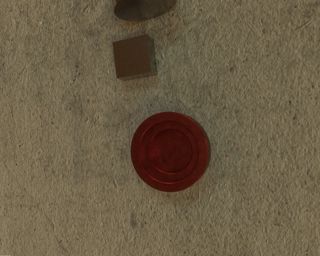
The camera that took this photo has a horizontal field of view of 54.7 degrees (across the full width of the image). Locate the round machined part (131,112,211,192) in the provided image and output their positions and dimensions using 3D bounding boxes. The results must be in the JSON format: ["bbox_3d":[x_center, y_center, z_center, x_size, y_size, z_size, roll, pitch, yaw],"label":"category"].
[{"bbox_3d":[0.016,0.029,0.394,0.098,0.042,0.097,0,90,19],"label":"round machined part"}]

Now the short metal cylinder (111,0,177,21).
[{"bbox_3d":[-0.023,-0.176,0.387,0.080,0.080,0.050,-15,85,19],"label":"short metal cylinder"}]

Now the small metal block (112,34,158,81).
[{"bbox_3d":[-0.033,-0.094,0.420,0.050,0.025,0.050,-7,88,19],"label":"small metal block"}]
